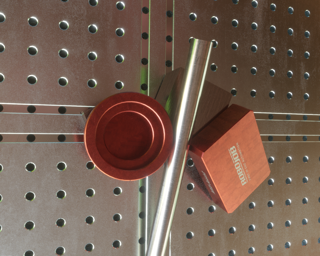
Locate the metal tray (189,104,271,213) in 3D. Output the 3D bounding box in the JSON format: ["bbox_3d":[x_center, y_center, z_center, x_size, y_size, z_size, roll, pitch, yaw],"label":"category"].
[{"bbox_3d":[0.097,0.044,0.415,0.090,0.030,0.130,-40,128,-15],"label":"metal tray"}]

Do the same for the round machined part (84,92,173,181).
[{"bbox_3d":[-0.038,0.009,0.357,0.099,0.042,0.097,0,91,-17],"label":"round machined part"}]

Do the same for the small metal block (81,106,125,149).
[{"bbox_3d":[-0.064,-0.006,0.386,0.050,0.025,0.050,-23,98,-19],"label":"small metal block"}]

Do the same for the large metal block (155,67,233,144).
[{"bbox_3d":[0.037,-0.023,0.410,0.080,0.050,0.080,24,82,-19],"label":"large metal block"}]

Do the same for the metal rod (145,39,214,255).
[{"bbox_3d":[0.018,0.047,0.373,0.025,0.025,0.298,7,104,-20],"label":"metal rod"}]
